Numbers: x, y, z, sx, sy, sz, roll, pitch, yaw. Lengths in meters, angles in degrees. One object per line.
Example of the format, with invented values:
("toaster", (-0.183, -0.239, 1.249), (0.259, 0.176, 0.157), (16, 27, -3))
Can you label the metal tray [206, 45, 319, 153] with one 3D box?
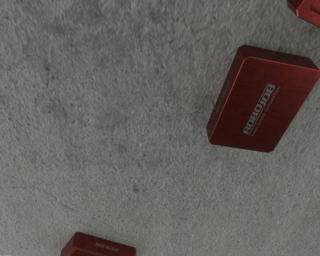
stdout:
("metal tray", (0.120, -0.030, 0.381), (0.091, 0.030, 0.129), (9, 130, -8))

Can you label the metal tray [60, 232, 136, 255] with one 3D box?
("metal tray", (-0.125, 0.260, 0.623), (0.131, 0.030, 0.089), (24, 126, -20))

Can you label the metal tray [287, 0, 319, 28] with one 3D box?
("metal tray", (0.194, -0.149, 0.280), (0.091, 0.030, 0.129), (18, 128, -16))
